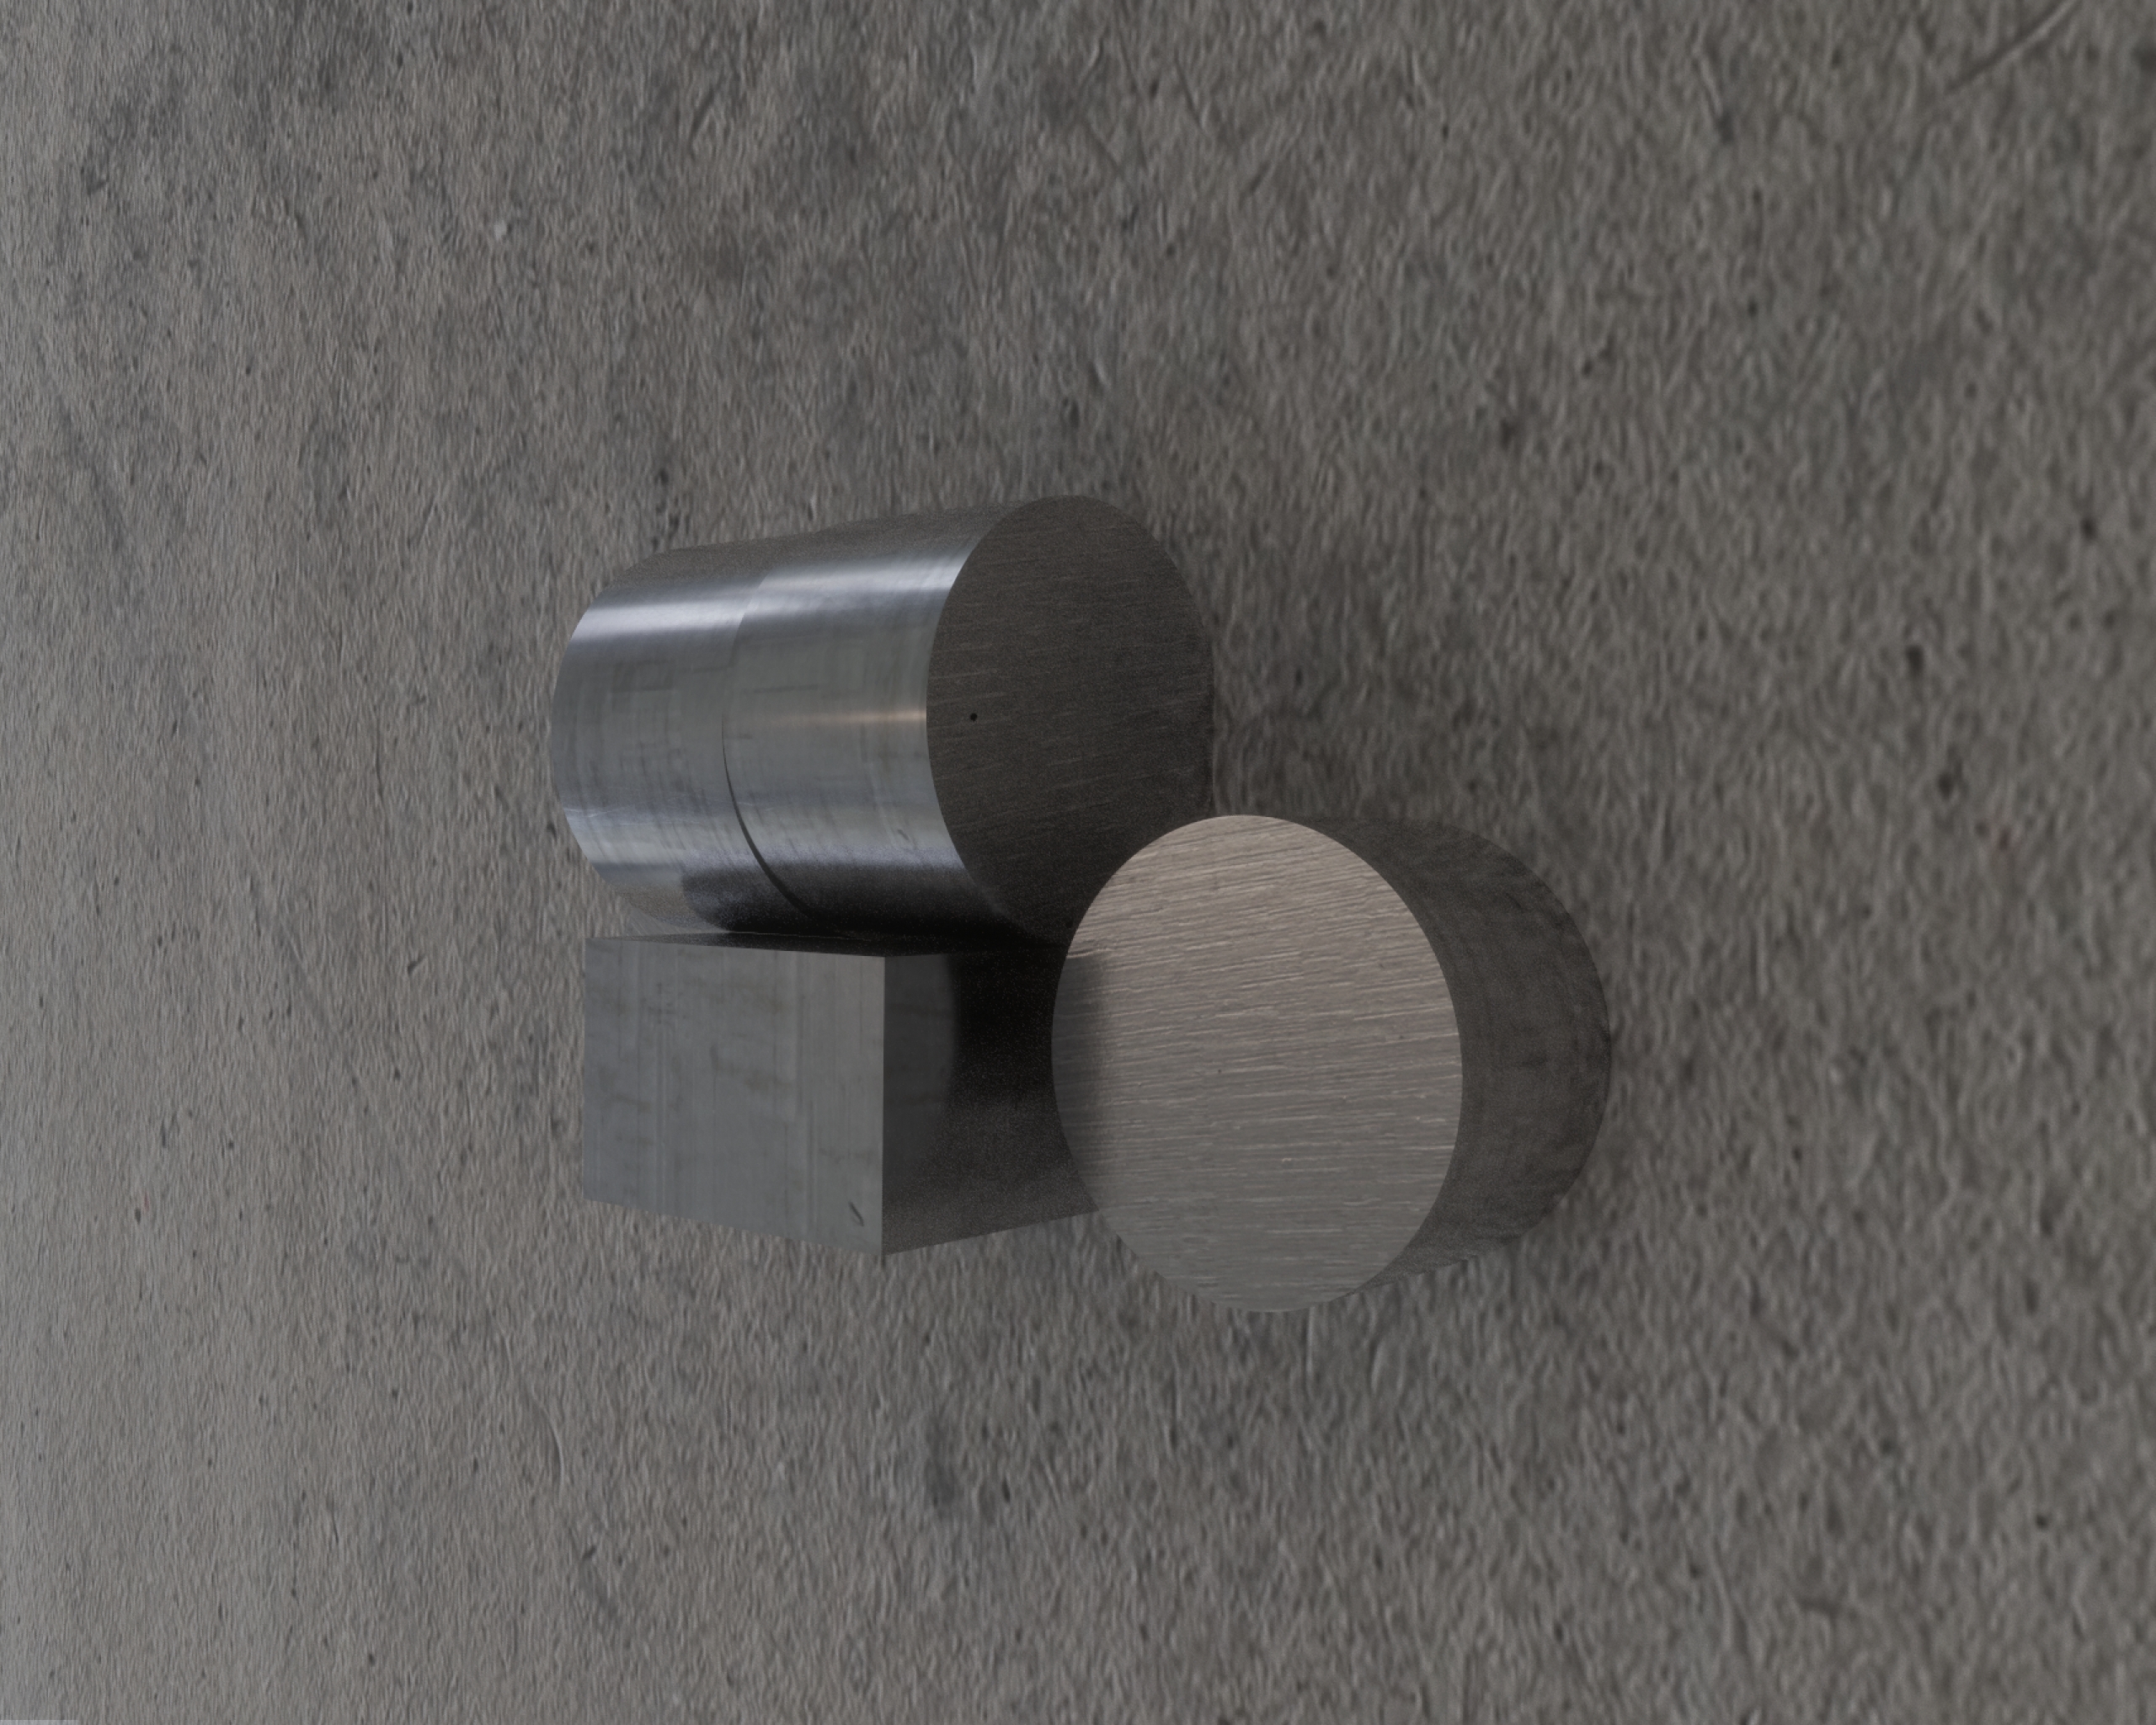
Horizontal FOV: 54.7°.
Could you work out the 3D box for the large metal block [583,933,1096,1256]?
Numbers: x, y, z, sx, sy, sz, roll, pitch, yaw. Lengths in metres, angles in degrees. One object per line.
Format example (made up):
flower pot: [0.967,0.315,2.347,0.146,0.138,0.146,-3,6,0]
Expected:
large metal block: [-0.037,0.040,0.402,0.080,0.081,0.050,1,91,40]

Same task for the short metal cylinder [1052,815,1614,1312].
short metal cylinder: [0.043,0.032,0.355,0.080,0.050,0.079,0,90,40]

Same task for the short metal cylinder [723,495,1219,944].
short metal cylinder: [-0.018,-0.026,0.386,0.050,0.081,0.079,1,91,40]

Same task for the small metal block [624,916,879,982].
small metal block: [-0.077,0.025,0.471,0.050,0.025,0.050,45,117,30]

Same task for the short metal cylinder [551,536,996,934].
short metal cylinder: [-0.057,-0.025,0.418,0.050,0.081,0.079,1,91,40]
